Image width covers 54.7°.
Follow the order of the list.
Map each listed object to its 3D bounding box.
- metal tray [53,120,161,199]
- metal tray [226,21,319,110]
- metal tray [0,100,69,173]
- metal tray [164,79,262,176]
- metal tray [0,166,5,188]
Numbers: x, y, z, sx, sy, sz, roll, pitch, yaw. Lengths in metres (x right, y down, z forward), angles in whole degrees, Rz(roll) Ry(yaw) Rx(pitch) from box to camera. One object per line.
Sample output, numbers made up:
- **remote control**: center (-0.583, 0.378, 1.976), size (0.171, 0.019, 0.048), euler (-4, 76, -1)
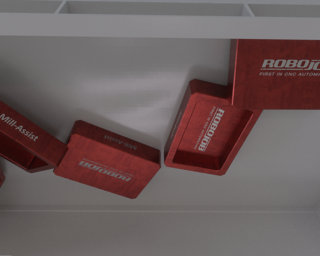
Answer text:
- **metal tray**: center (-0.075, 0.050, 0.447), size (0.131, 0.030, 0.089), euler (22, 127, -18)
- **metal tray**: center (0.142, -0.066, 0.330), size (0.131, 0.030, 0.089), euler (0, 109, -1)
- **metal tray**: center (-0.192, 0.008, 0.386), size (0.090, 0.030, 0.130), euler (-16, 133, 45)
- **metal tray**: center (0.065, 0.005, 0.410), size (0.091, 0.030, 0.129), euler (11, 129, -10)
- **metal tray**: center (-0.250, 0.075, 0.403), size (0.030, 0.090, 0.129), euler (19, 145, -3)
